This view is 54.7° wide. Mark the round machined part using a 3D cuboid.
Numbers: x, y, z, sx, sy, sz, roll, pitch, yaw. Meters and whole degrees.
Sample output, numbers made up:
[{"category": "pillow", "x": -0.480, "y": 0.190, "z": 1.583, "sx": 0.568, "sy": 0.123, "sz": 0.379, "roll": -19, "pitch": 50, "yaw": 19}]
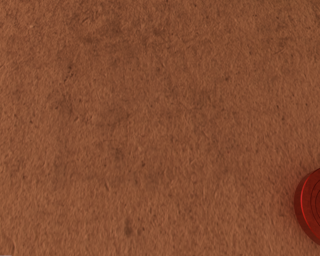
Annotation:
[{"category": "round machined part", "x": 0.208, "y": 0.095, "z": 0.367, "sx": 0.099, "sy": 0.042, "sz": 0.098, "roll": 0, "pitch": 70, "yaw": -1}]
